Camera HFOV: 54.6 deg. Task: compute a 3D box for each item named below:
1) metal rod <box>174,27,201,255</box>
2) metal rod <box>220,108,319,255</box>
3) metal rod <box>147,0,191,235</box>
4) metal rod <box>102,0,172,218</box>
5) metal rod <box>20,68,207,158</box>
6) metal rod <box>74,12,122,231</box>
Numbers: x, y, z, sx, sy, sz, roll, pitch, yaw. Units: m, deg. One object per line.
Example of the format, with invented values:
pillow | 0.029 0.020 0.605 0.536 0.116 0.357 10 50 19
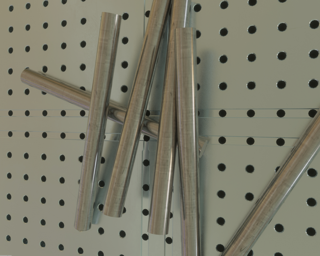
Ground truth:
metal rod | 0.035 0.035 0.375 0.025 0.025 0.298 1 100 20
metal rod | 0.122 0.101 0.369 0.025 0.025 0.299 33 101 17
metal rod | 0.013 -0.024 0.385 0.025 0.025 0.299 4 83 20
metal rod | -0.027 -0.037 0.399 0.025 0.025 0.299 11 85 19
metal rod | -0.077 -0.027 0.440 0.300 0.025 0.025 22 98 18
metal rod | -0.086 0.001 0.420 0.025 0.025 0.298 15 104 19
